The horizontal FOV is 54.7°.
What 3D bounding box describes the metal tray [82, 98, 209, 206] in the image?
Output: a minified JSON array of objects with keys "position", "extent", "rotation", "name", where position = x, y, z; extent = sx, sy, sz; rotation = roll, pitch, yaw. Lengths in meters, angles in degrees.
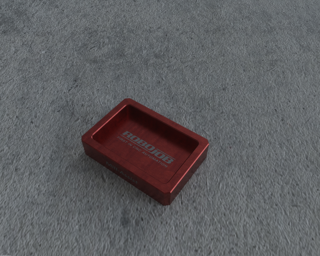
[{"position":[-0.018,0.023,0.381],"extent":[0.130,0.030,0.090],"rotation":[29,55,22],"name":"metal tray"}]
